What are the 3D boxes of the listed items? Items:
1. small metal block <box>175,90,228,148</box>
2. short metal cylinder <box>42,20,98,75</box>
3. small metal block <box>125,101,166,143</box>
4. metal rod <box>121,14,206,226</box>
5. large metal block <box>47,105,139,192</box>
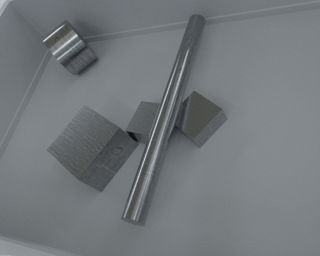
[{"bbox_3d":[0.046,-0.011,0.388,0.050,0.025,0.050,-46,52,-4],"label":"small metal block"},{"bbox_3d":[-0.153,-0.138,0.533,0.050,0.080,0.080,-38,51,2],"label":"short metal cylinder"},{"bbox_3d":[-0.010,-0.006,0.410,0.050,0.025,0.050,9,60,32],"label":"small metal block"},{"bbox_3d":[0.014,-0.031,0.384,0.025,0.025,0.300,2,58,28],"label":"metal rod"},{"bbox_3d":[-0.091,0.026,0.420,0.080,0.050,0.080,30,78,37],"label":"large metal block"}]
